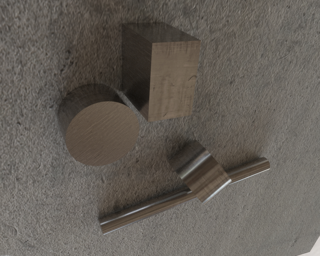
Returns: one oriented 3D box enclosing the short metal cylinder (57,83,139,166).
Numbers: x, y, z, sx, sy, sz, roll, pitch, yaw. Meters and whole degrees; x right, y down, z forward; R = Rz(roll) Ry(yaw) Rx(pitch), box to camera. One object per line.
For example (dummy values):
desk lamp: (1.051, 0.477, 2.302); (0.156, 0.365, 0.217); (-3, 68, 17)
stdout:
short metal cylinder: (-0.070, -0.004, 0.351); (0.081, 0.050, 0.079); (-14, 125, -21)

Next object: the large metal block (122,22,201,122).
large metal block: (-0.004, -0.063, 0.331); (0.050, 0.080, 0.079); (-10, 123, -24)

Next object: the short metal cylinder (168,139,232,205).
short metal cylinder: (0.056, 0.062, 0.443); (0.050, 0.080, 0.080); (-40, 130, -1)

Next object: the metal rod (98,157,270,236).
metal rod: (0.051, 0.104, 0.500); (0.302, 0.025, 0.025); (-16, 125, -20)
